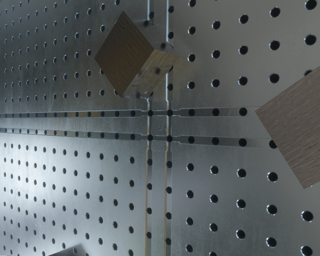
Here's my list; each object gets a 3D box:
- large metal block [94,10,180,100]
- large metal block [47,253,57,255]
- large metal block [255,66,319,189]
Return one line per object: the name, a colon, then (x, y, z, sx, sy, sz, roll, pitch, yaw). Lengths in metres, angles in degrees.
large metal block: (-0.034, -0.096, 0.422, 0.080, 0.050, 0.080, -50, 61, 28)
large metal block: (-0.212, 0.296, 0.570, 0.080, 0.050, 0.080, 47, 118, 30)
large metal block: (0.147, -0.004, 0.272, 0.080, 0.050, 0.080, -40, 66, 33)
